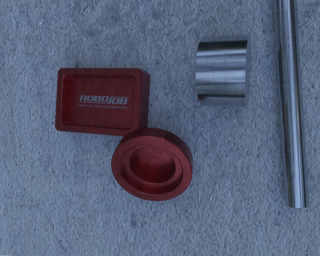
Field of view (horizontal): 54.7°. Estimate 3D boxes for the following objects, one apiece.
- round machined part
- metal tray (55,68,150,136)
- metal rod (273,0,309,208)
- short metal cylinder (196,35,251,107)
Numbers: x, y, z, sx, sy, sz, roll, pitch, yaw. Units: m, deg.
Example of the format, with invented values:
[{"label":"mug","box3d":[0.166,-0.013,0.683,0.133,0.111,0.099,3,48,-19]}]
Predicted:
[{"label":"round machined part","box3d":[-0.007,0.041,0.387,0.099,0.042,0.097,4,121,7]},{"label":"metal tray","box3d":[-0.082,-0.037,0.433,0.130,0.030,0.089,4,91,19]},{"label":"metal rod","box3d":[0.149,-0.061,0.356,0.025,0.025,0.298,-3,89,19]},{"label":"short metal cylinder","box3d":[0.075,-0.064,0.353,0.050,0.080,0.079,3,91,20]}]
